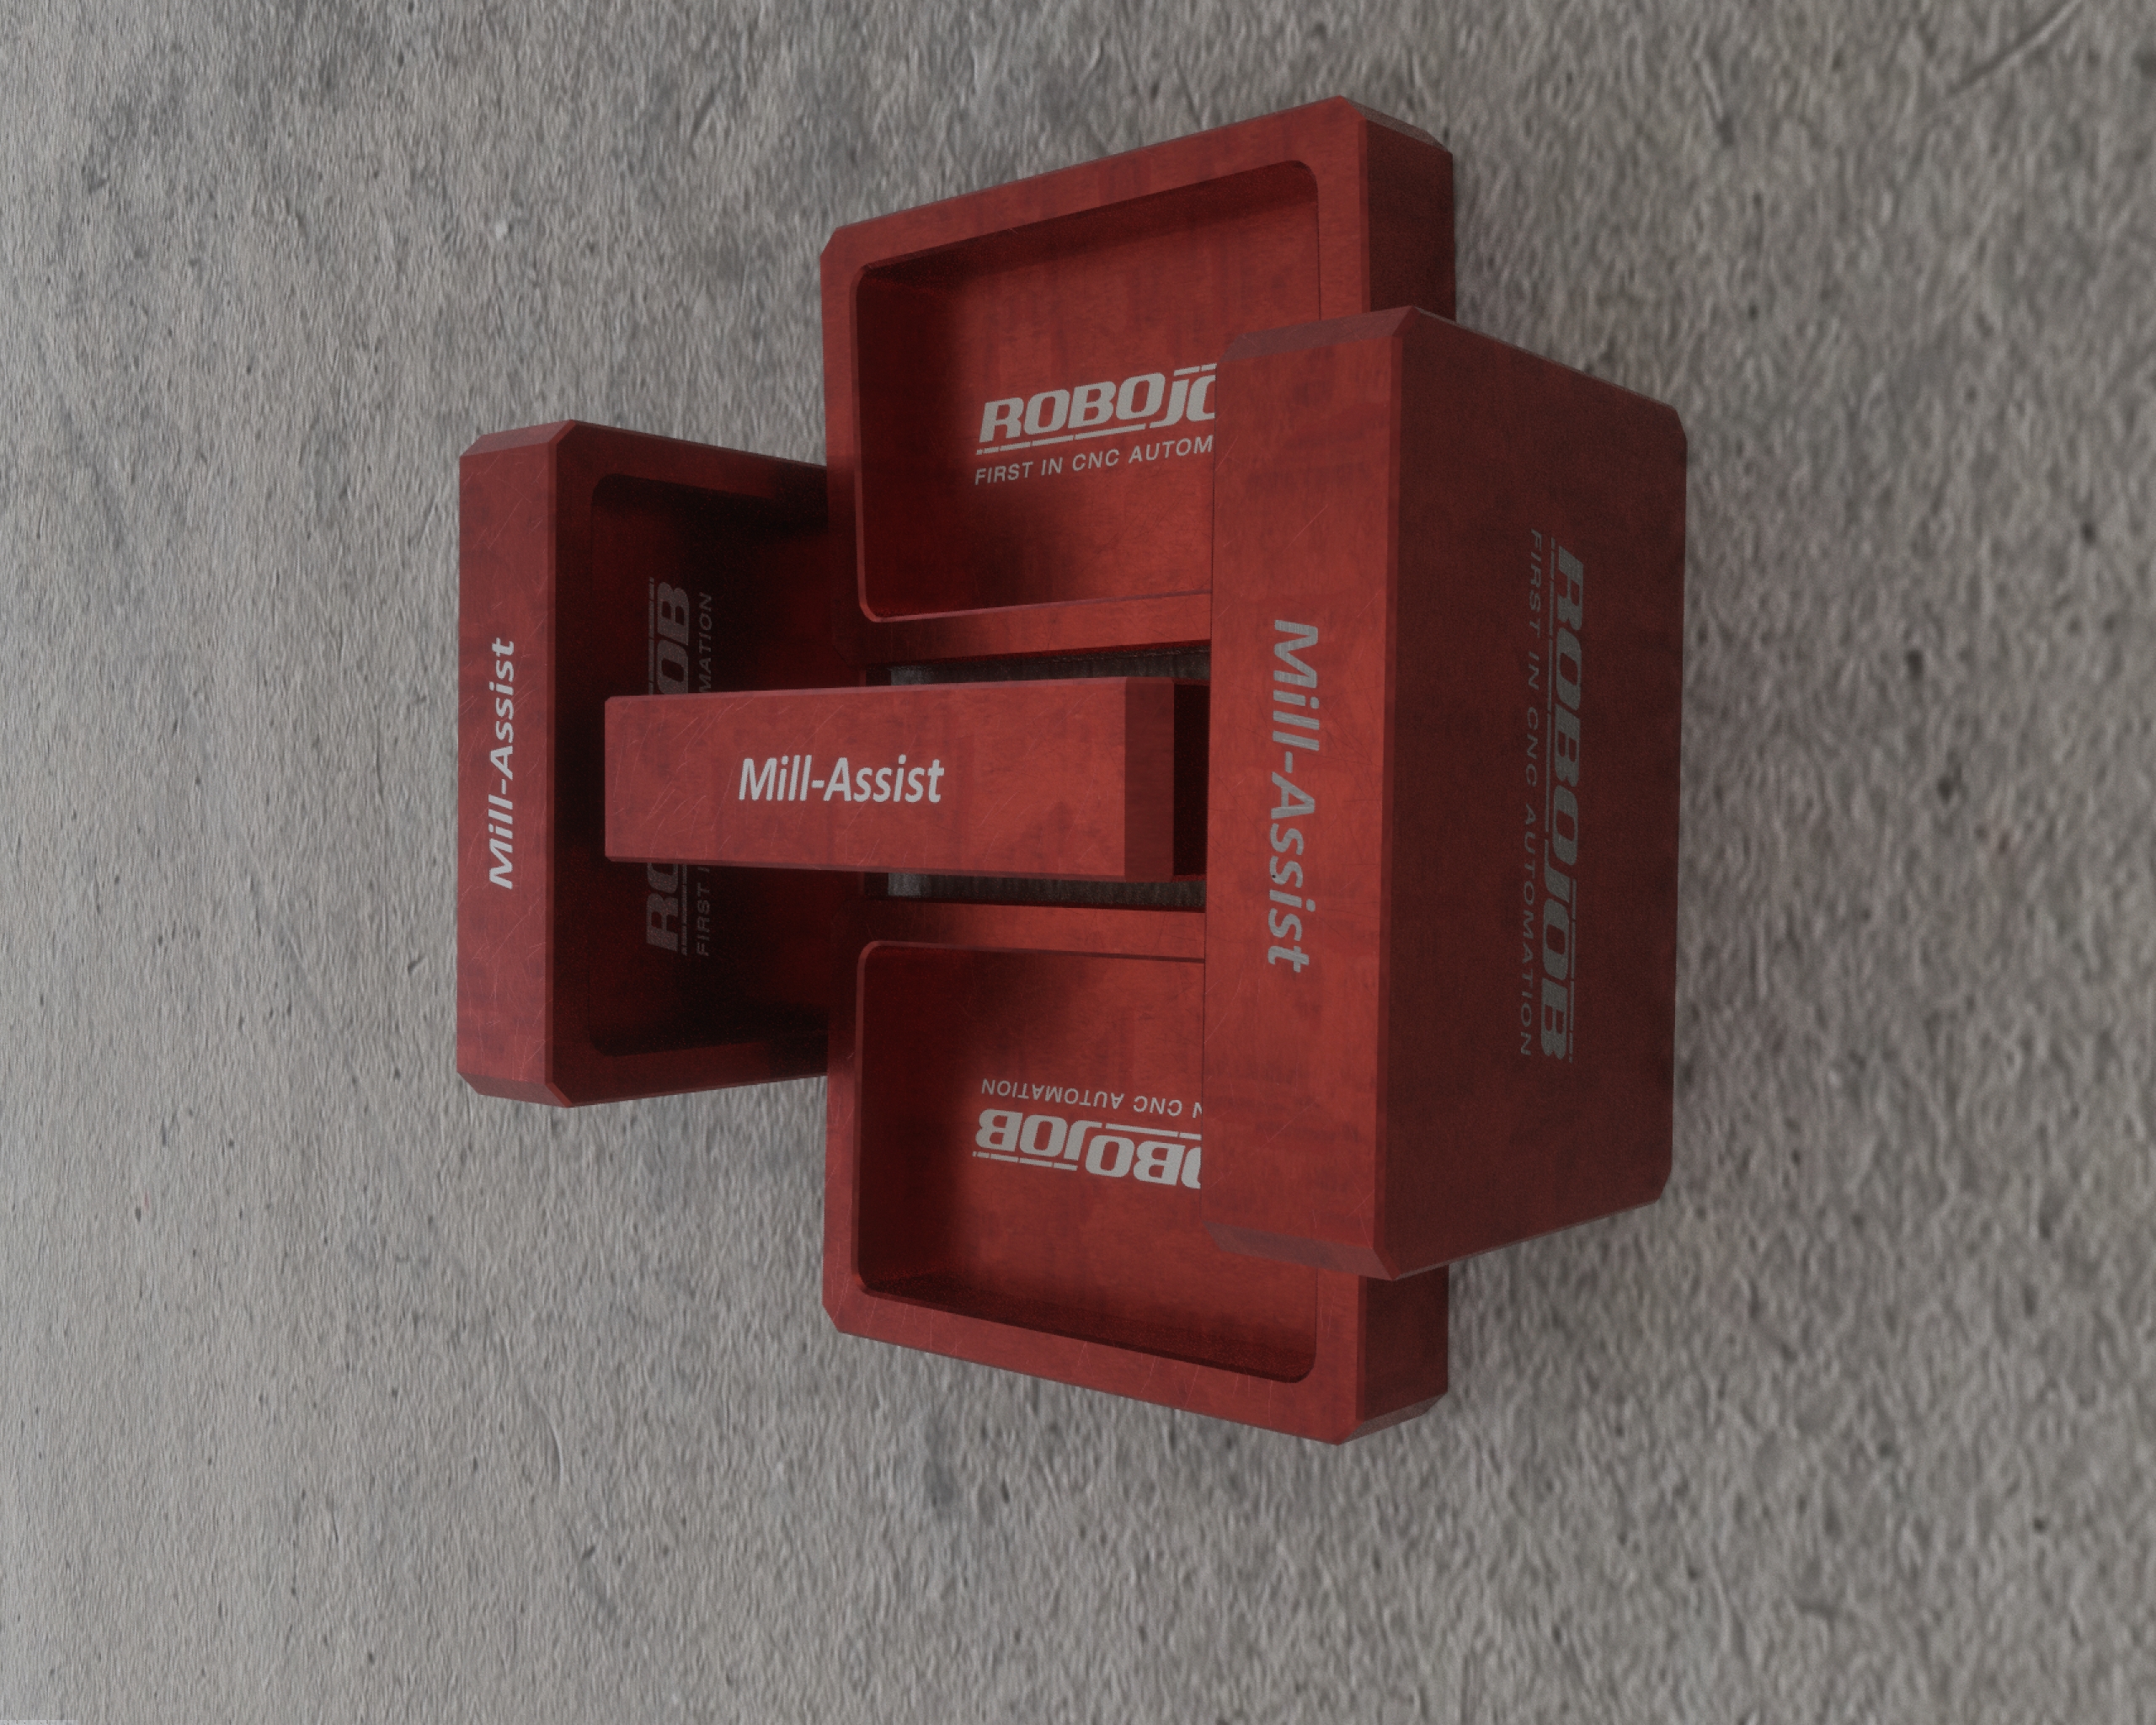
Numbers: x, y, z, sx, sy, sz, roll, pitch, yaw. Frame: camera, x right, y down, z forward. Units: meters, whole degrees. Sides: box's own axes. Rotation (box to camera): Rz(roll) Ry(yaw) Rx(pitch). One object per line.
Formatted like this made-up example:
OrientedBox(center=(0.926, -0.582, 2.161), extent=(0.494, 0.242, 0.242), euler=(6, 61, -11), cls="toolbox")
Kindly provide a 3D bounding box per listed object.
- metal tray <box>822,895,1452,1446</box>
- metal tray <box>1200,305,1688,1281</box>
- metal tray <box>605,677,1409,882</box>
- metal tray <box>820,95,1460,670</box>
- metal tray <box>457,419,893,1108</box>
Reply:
OrientedBox(center=(0.007, 0.052, 0.399), extent=(0.130, 0.030, 0.089), euler=(1, 90, 40), cls="metal tray")
OrientedBox(center=(0.058, -0.009, 0.316), extent=(0.030, 0.091, 0.129), euler=(2, 91, 40), cls="metal tray")
OrientedBox(center=(-0.010, -0.015, 0.374), extent=(0.130, 0.091, 0.030), euler=(2, 93, 40), cls="metal tray")
OrientedBox(center=(0.008, -0.084, 0.397), extent=(0.130, 0.030, 0.089), euler=(1, 93, 40), cls="metal tray")
OrientedBox(center=(-0.081, -0.019, 0.431), extent=(0.030, 0.091, 0.129), euler=(2, 92, 40), cls="metal tray")
